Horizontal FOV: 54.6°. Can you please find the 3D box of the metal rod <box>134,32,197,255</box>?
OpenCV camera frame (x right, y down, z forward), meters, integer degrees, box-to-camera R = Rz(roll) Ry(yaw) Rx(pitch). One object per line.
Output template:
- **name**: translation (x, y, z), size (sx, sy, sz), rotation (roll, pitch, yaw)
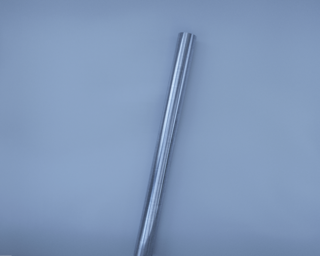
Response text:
- **metal rod**: translation (0.007, 0.024, 0.411), size (0.025, 0.025, 0.299), rotation (11, 90, 0)
